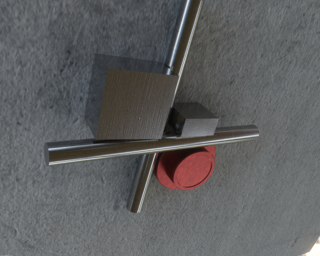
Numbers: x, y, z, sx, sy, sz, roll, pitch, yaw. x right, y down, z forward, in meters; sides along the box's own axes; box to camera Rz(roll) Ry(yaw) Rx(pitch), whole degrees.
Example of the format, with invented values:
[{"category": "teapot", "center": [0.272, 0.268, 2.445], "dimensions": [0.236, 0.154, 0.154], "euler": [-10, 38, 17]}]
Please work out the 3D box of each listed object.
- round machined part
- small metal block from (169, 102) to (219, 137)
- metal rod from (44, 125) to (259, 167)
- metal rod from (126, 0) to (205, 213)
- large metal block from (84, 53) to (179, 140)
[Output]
[{"category": "round machined part", "center": [0.040, 0.052, 0.452], "dimensions": [0.099, 0.042, 0.097], "euler": [-14, 125, -21]}, {"category": "small metal block", "center": [0.040, -0.013, 0.408], "dimensions": [0.050, 0.050, 0.025], "euler": [-2, 119, -28]}, {"category": "metal rod", "center": [0.013, 0.017, 0.395], "dimensions": [0.303, 0.025, 0.025], "euler": [-4, 121, -31]}, {"category": "metal rod", "center": [-0.001, -0.013, 0.402], "dimensions": [0.025, 0.025, 0.298], "euler": [2, 118, -30]}, {"category": "large metal block", "center": [-0.035, -0.034, 0.352], "dimensions": [0.081, 0.050, 0.079], "euler": [1, 118, -29]}]
